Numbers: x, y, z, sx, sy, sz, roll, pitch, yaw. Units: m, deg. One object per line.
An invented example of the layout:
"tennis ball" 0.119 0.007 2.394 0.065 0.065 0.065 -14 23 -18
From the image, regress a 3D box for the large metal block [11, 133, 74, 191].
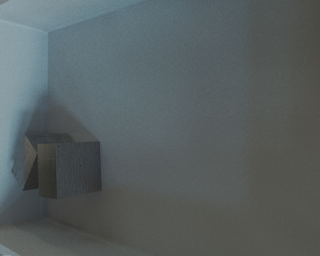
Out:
"large metal block" -0.196 0.056 0.533 0.050 0.081 0.080 44 116 31

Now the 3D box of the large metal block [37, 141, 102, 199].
"large metal block" -0.141 0.063 0.488 0.050 0.081 0.080 -4 87 40
